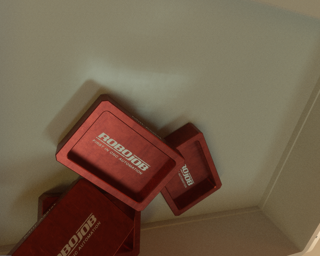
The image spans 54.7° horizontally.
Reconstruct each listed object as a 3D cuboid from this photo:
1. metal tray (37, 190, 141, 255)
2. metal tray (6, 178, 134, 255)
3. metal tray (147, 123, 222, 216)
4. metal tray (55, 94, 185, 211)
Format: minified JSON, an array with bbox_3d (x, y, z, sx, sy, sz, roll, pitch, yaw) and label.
[{"bbox_3d":[-0.091,0.130,0.409,0.131,0.030,0.089,3,86,-30],"label":"metal tray"},{"bbox_3d":[-0.102,0.134,0.354,0.090,0.030,0.130,46,58,-11],"label":"metal tray"},{"bbox_3d":[0.035,0.066,0.464,0.090,0.030,0.130,-32,129,-8],"label":"metal tray"},{"bbox_3d":[-0.045,0.033,0.376,0.130,0.030,0.090,39,96,-22],"label":"metal tray"}]
